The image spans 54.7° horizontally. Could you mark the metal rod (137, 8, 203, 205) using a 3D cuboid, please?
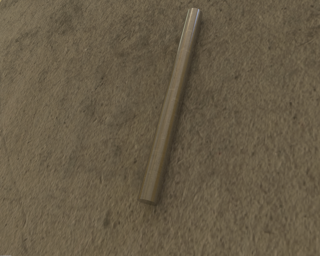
[{"bbox_3d":[0.020,-0.046,0.420,0.025,0.025,0.300,0,62,28],"label":"metal rod"}]
